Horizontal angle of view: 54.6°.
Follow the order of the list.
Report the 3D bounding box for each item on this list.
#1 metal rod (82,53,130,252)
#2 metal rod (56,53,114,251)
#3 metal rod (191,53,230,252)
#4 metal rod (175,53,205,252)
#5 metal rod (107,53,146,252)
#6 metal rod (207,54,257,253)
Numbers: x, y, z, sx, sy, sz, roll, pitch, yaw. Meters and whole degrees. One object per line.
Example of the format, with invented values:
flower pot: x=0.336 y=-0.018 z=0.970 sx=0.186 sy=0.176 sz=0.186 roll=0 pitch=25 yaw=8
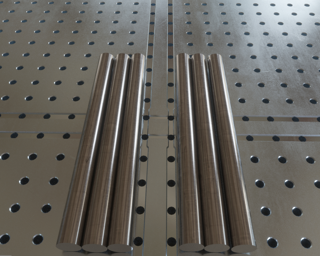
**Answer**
metal rod: x=-0.062 y=0.004 z=0.403 sx=0.025 sy=0.025 sz=0.300 roll=1 pitch=50 yaw=1
metal rod: x=-0.088 y=0.004 z=0.404 sx=0.025 sy=0.025 sz=0.300 roll=1 pitch=50 yaw=1
metal rod: x=0.059 y=0.004 z=0.404 sx=0.025 sy=0.025 sz=0.300 roll=1 pitch=50 yaw=1
metal rod: x=0.034 y=0.004 z=0.404 sx=0.025 sy=0.025 sz=0.300 roll=1 pitch=50 yaw=1
metal rod: x=-0.037 y=0.004 z=0.403 sx=0.025 sy=0.025 sz=0.300 roll=1 pitch=50 yaw=1
metal rod: x=0.086 y=0.005 z=0.403 sx=0.025 sy=0.025 sz=0.300 roll=1 pitch=50 yaw=1
